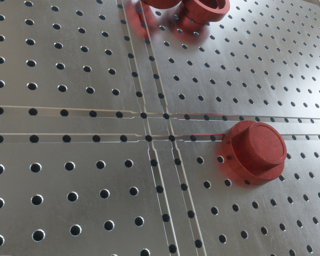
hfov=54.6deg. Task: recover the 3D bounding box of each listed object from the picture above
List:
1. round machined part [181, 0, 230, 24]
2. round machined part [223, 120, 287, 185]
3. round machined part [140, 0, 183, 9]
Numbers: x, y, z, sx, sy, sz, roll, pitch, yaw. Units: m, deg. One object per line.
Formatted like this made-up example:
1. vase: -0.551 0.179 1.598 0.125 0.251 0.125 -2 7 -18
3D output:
1. round machined part: 0.079 -0.235 0.582 0.099 0.042 0.098 14 56 -21
2. round machined part: 0.145 0.030 0.456 0.099 0.042 0.098 13 56 -21
3. round machined part: 0.006 -0.244 0.530 0.098 0.042 0.098 -2 68 6
